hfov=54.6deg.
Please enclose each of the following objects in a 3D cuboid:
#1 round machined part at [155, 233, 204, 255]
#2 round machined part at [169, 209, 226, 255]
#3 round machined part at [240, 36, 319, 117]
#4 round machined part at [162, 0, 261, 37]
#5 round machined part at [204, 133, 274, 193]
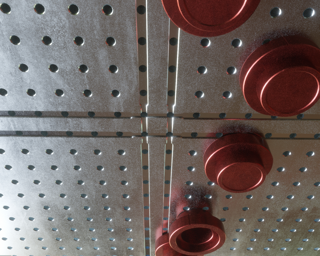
[{"bbox_3d":[0.040,0.250,0.613,0.099,0.042,0.097,0,130,0],"label":"round machined part"},{"bbox_3d":[0.065,0.182,0.553,0.099,0.042,0.097,-1,128,-1],"label":"round machined part"},{"bbox_3d":[0.146,-0.051,0.358,0.099,0.042,0.097,0,130,0],"label":"round machined part"},{"bbox_3d":[0.049,-0.131,0.289,0.099,0.042,0.097,0,130,0],"label":"round machined part"},{"bbox_3d":[0.115,0.057,0.450,0.099,0.042,0.097,0,130,0],"label":"round machined part"}]
